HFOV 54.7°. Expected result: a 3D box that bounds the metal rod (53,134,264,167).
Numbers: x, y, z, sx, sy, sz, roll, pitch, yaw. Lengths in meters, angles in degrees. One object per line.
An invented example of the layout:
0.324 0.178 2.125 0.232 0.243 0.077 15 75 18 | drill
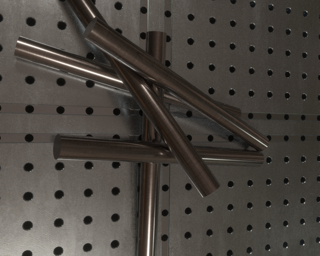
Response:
0.024 0.032 0.384 0.302 0.025 0.025 7 88 -35 | metal rod

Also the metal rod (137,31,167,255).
-0.011 0.033 0.392 0.025 0.025 0.298 0 97 -20 | metal rod

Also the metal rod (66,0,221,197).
-0.027 -0.052 0.361 0.025 0.025 0.299 -33 85 -17 | metal rod

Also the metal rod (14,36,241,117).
-0.025 -0.055 0.404 0.302 0.025 0.025 15 85 -20 | metal rod

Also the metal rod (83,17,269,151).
0.042 -0.038 0.386 0.301 0.025 0.025 29 80 -33 | metal rod
